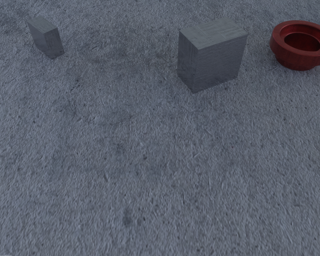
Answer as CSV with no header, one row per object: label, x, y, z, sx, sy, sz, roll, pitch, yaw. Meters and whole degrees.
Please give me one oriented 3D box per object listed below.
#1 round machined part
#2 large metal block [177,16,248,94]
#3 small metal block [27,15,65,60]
round machined part,0.228,-0.130,0.503,0.099,0.042,0.098,0,50,0
large metal block,0.074,-0.107,0.458,0.081,0.080,0.050,-22,54,-17
small metal block,-0.188,-0.149,0.511,0.025,0.050,0.050,-37,59,-27
